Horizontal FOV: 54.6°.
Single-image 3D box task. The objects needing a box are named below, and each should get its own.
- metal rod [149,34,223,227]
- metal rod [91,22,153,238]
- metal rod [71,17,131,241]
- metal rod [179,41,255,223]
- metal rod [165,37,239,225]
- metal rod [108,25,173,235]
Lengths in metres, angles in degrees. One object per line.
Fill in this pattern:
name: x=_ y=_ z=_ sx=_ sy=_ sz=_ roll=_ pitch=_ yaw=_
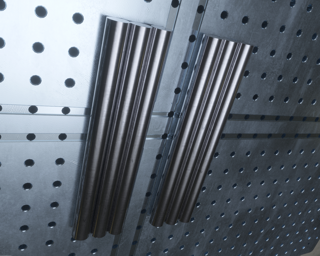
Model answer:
metal rod: x=0.030 y=0.020 z=0.438 sx=0.025 sy=0.025 sz=0.298 roll=1 pitch=118 yaw=-29
metal rod: x=-0.055 y=0.021 z=0.392 sx=0.025 sy=0.025 sz=0.298 roll=1 pitch=118 yaw=-29
metal rod: x=-0.078 y=0.020 z=0.380 sx=0.025 sy=0.025 sz=0.298 roll=1 pitch=118 yaw=-29
metal rod: x=0.075 y=0.021 z=0.463 sx=0.025 sy=0.025 sz=0.298 roll=1 pitch=118 yaw=-29
metal rod: x=0.052 y=0.020 z=0.450 sx=0.025 sy=0.025 sz=0.298 roll=1 pitch=118 yaw=-29
metal rod: x=-0.033 y=0.021 z=0.404 sx=0.025 sy=0.025 sz=0.298 roll=1 pitch=118 yaw=-29
